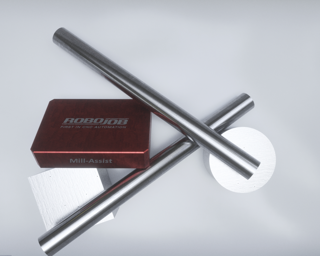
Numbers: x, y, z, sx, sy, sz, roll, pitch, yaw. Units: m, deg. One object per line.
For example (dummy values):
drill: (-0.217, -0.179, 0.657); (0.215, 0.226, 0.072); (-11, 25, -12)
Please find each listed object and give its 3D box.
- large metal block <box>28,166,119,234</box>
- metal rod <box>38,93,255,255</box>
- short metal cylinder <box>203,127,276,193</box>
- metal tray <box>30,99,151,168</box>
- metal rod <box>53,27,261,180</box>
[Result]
large metal block: (-0.106, 0.083, 0.393); (0.080, 0.050, 0.080); (-19, 90, -1)
metal rod: (-0.005, 0.047, 0.373); (0.301, 0.025, 0.025); (-34, 90, -14)
short metal cylinder: (0.099, 0.038, 0.398); (0.081, 0.050, 0.079); (0, 90, -1)
metal tray: (-0.077, 0.005, 0.379); (0.131, 0.030, 0.090); (0, 46, 1)
metal rod: (-0.013, -0.037, 0.380); (0.300, 0.025, 0.025); (36, 90, 12)
